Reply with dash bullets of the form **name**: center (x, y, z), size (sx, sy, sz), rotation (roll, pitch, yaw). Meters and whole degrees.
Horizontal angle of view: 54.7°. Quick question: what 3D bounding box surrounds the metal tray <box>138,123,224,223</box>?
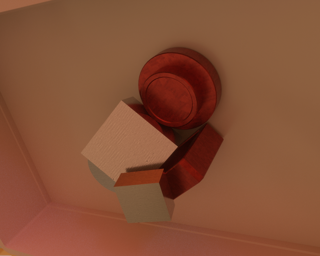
- **metal tray**: center (0.015, 0.058, 0.390), size (0.030, 0.090, 0.129), rotation (45, 129, -2)

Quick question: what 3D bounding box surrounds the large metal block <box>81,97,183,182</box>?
- **large metal block**: center (-0.032, 0.020, 0.372), size (0.080, 0.050, 0.080), rotation (40, 104, 1)

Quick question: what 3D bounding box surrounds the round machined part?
- **round machined part**: center (0.018, -0.040, 0.360), size (0.098, 0.042, 0.097), rotation (13, 124, 20)

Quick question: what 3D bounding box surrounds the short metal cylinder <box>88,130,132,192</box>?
- **short metal cylinder**: center (-0.055, 0.047, 0.447), size (0.080, 0.050, 0.079), rotation (13, 124, 20)

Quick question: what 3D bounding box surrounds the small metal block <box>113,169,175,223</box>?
- **small metal block**: center (-0.016, 0.074, 0.336), size (0.050, 0.025, 0.050), rotation (-9, 114, 17)
